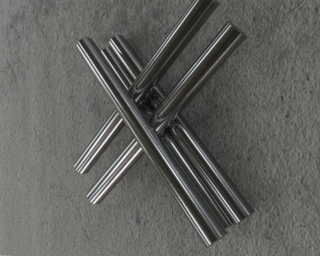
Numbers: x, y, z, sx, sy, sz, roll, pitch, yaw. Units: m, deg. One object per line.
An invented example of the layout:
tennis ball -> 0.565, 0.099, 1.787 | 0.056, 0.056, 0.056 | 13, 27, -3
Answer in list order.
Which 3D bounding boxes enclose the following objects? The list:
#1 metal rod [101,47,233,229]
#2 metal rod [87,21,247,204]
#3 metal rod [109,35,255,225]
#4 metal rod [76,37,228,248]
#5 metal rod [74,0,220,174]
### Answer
metal rod -> -0.002, -0.001, 0.406 | 0.025, 0.025, 0.299 | -49, 61, 28
metal rod -> -0.009, 0.001, 0.379 | 0.299, 0.025, 0.025 | -49, 61, 28
metal rod -> 0.014, -0.015, 0.393 | 0.025, 0.025, 0.299 | -49, 61, 28
metal rod -> -0.024, -0.003, 0.359 | 0.025, 0.025, 0.299 | -50, 61, 28
metal rod -> -0.032, -0.040, 0.398 | 0.299, 0.025, 0.025 | -49, 61, 28
